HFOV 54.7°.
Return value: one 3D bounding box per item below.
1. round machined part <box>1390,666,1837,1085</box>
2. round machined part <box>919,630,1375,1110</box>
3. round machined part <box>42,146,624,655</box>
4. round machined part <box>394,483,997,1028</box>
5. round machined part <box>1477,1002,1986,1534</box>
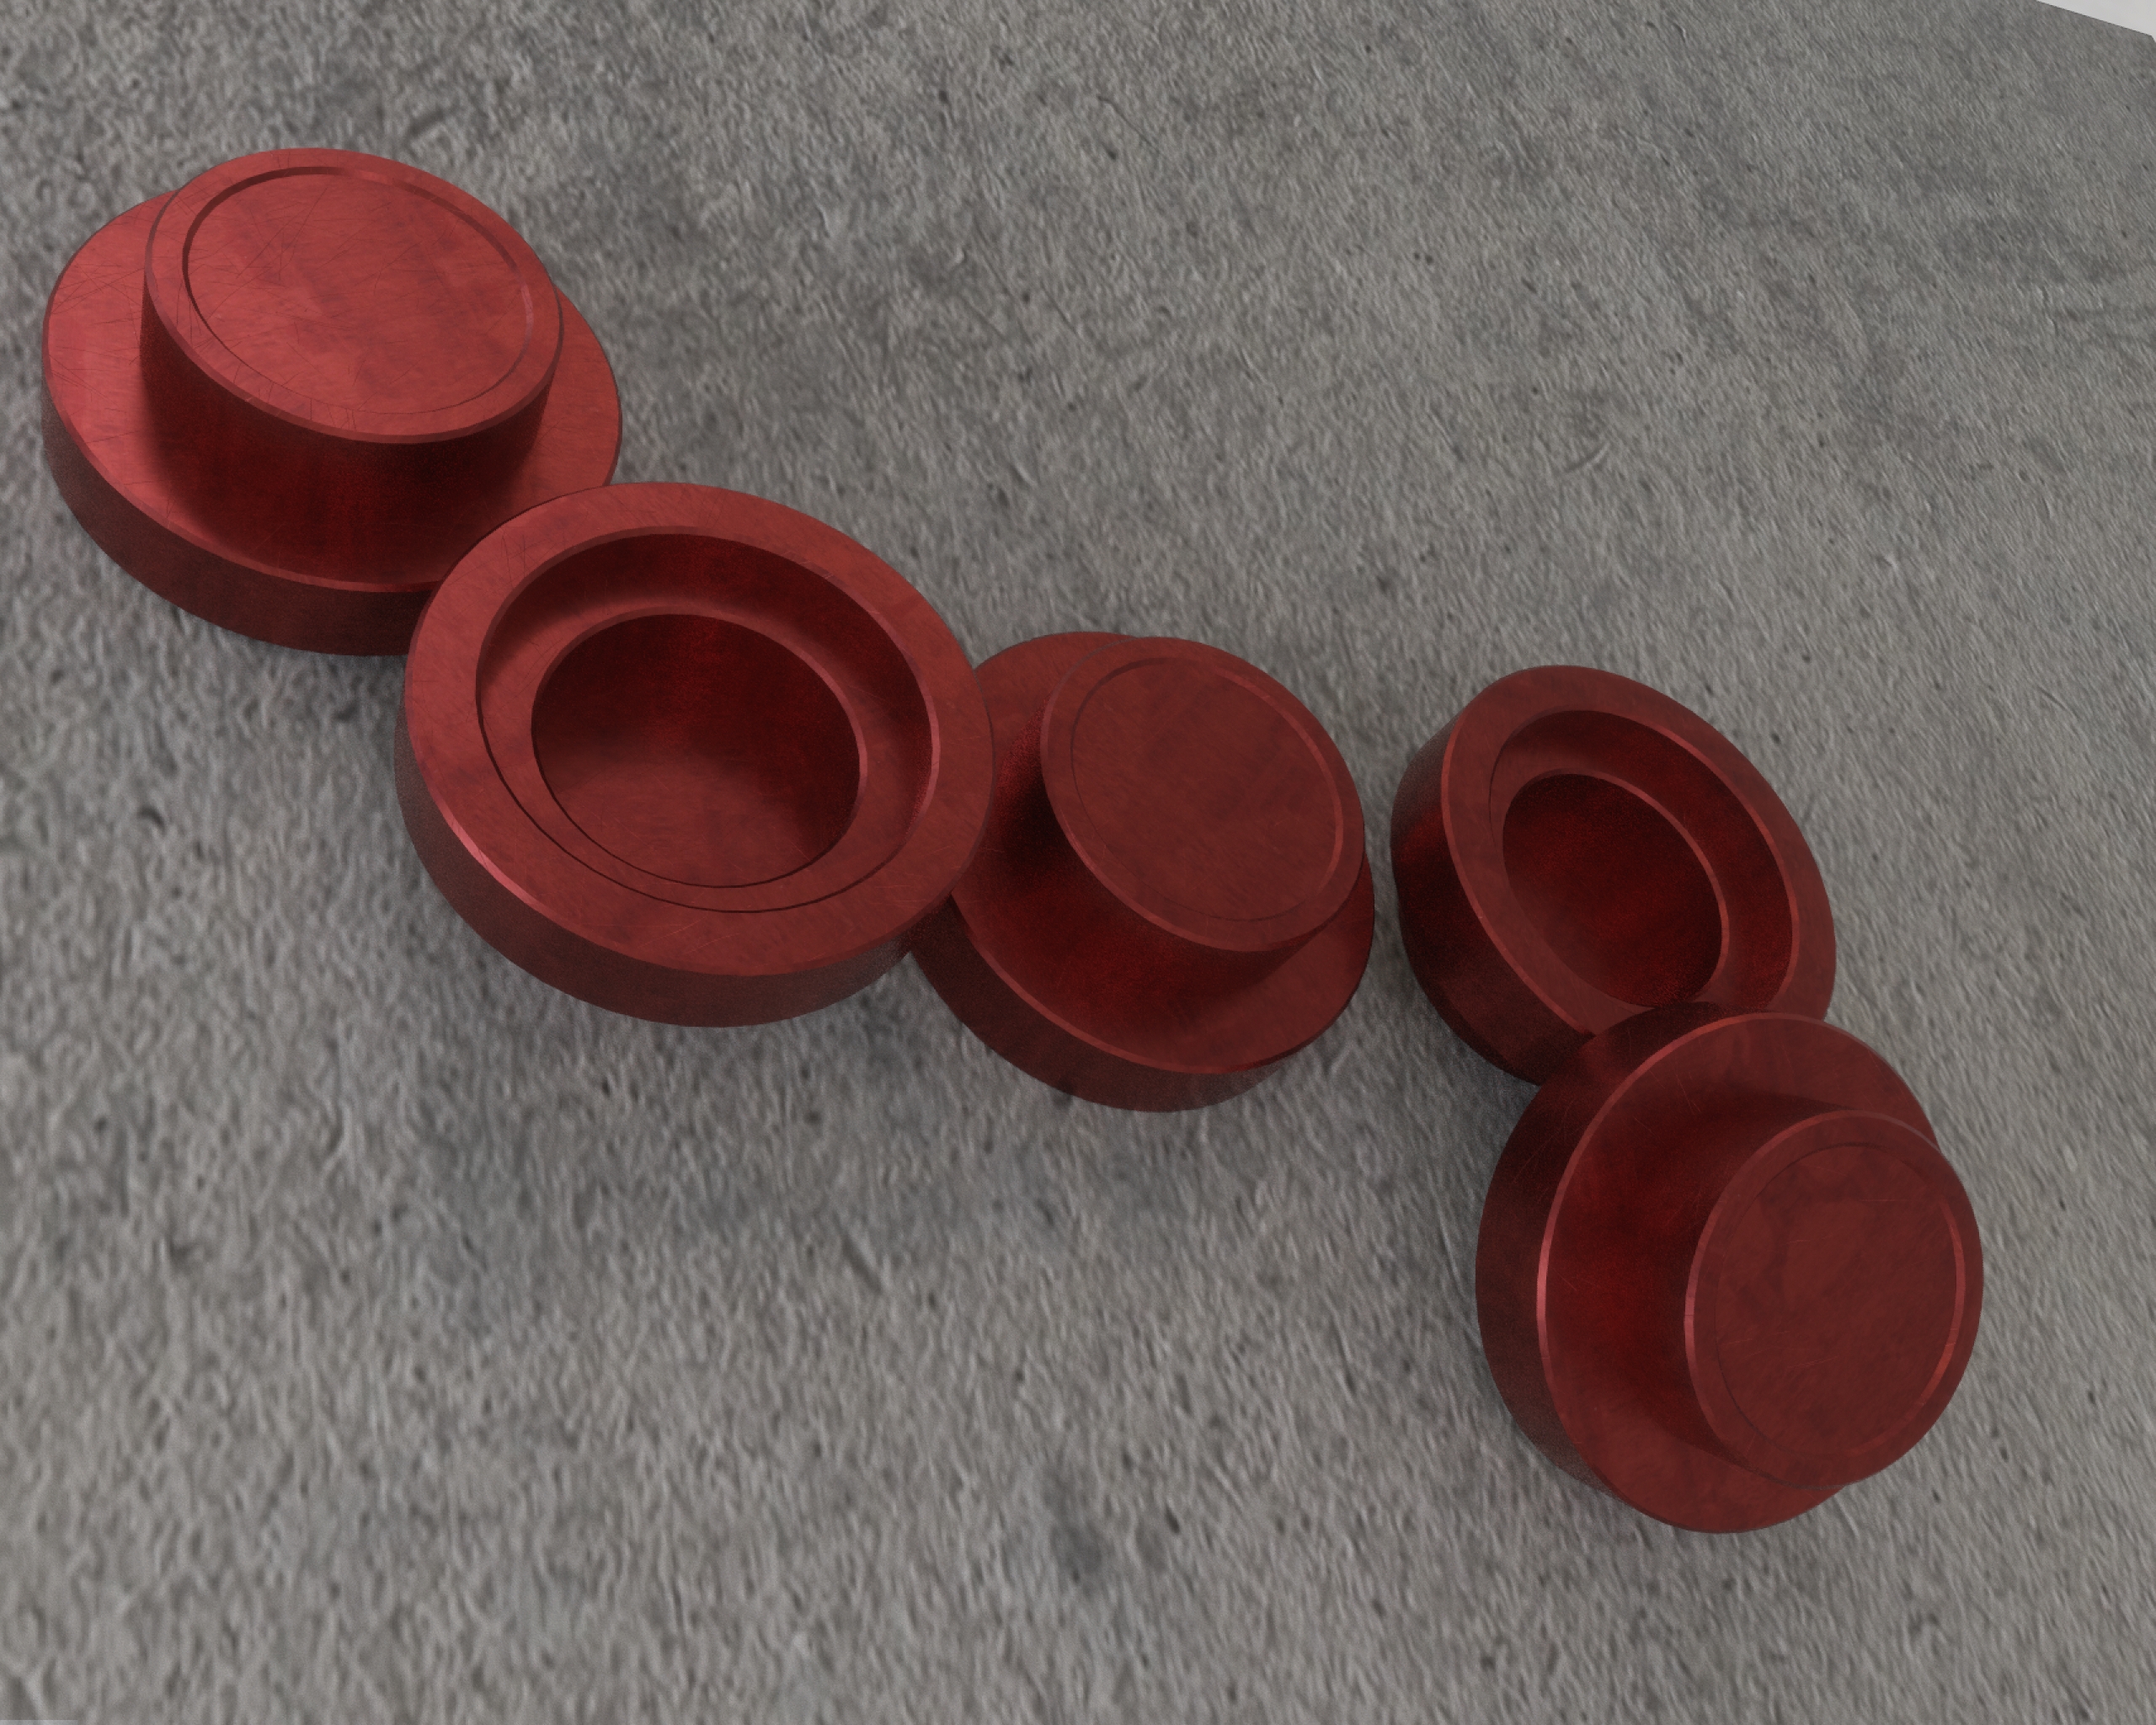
[{"bbox_3d":[0.108,0.010,0.445,0.099,0.042,0.098,14,56,-21],"label":"round machined part"},{"bbox_3d":[0.016,-0.005,0.404,0.099,0.042,0.098,14,56,-21],"label":"round machined part"},{"bbox_3d":[-0.131,-0.089,0.374,0.099,0.042,0.098,13,55,-19],"label":"round machined part"},{"bbox_3d":[-0.067,-0.015,0.363,0.099,0.042,0.098,11,56,-17],"label":"round machined part"},{"bbox_3d":[0.127,0.076,0.387,0.099,0.042,0.097,-1,93,-24],"label":"round machined part"}]
